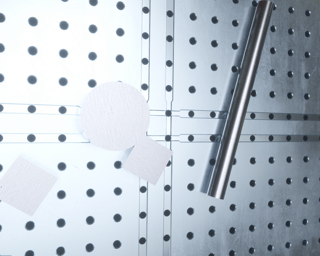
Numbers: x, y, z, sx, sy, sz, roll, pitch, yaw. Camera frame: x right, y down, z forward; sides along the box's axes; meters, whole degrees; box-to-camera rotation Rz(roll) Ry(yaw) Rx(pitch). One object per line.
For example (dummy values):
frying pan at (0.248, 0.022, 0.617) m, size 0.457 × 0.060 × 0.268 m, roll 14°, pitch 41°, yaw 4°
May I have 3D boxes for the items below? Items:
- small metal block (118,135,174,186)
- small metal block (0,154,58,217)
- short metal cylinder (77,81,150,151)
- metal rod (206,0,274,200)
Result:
small metal block at (-0.019, 0.040, 0.406) m, size 0.050 × 0.025 × 0.050 m, roll 32°, pitch 79°, yaw -17°
small metal block at (-0.154, 0.065, 0.356) m, size 0.050 × 0.025 × 0.050 m, roll 36°, pitch 78°, yaw -17°
short metal cylinder at (-0.058, -0.014, 0.378) m, size 0.081 × 0.050 × 0.080 m, roll 0°, pitch 90°, yaw -20°
metal rod at (0.119, -0.045, 0.456) m, size 0.025 × 0.025 × 0.299 m, roll 18°, pitch 84°, yaw -19°
